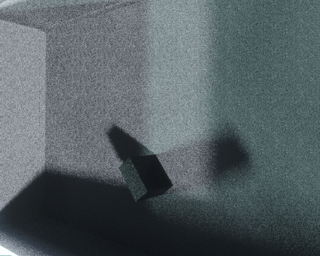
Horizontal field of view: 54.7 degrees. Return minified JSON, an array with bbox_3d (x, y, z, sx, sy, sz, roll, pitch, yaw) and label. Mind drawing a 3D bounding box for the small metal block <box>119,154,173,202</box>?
[{"bbox_3d":[-0.018,0.064,0.403,0.025,0.050,0.050,-45,63,31],"label":"small metal block"}]
